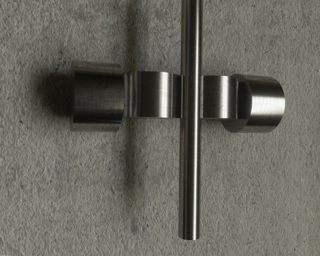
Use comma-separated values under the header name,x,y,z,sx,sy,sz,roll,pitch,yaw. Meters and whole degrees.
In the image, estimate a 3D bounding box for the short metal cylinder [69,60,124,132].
name,x,y,z,sx,sy,sz,roll,pitch,yaw
short metal cylinder,-0.075,-0.035,0.354,0.050,0.080,0.080,1,90,-20

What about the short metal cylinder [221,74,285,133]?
name,x,y,z,sx,sy,sz,roll,pitch,yaw
short metal cylinder,0.123,-0.033,0.427,0.050,0.080,0.080,1,90,-20

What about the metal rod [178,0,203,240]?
name,x,y,z,sx,sy,sz,roll,pitch,yaw
metal rod,0.036,-0.024,0.358,0.025,0.025,0.298,1,90,-20

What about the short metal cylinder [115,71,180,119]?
name,x,y,z,sx,sy,sz,roll,pitch,yaw
short metal cylinder,-0.014,-0.037,0.376,0.081,0.080,0.050,1,90,-20

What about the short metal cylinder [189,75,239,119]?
name,x,y,z,sx,sy,sz,roll,pitch,yaw
short metal cylinder,0.062,-0.037,0.403,0.081,0.080,0.050,1,90,-20
